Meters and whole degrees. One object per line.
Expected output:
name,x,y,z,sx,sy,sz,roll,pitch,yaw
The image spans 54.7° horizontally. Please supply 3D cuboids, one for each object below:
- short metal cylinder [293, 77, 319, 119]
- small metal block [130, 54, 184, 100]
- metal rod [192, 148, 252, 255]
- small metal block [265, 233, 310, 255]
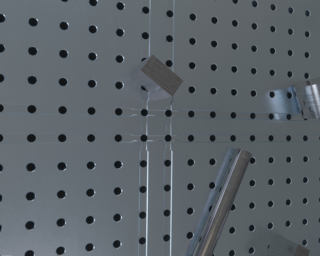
short metal cylinder,0.253,-0.051,0.476,0.081,0.080,0.050,-21,97,-19
small metal block,-0.005,-0.063,0.397,0.050,0.050,0.025,38,78,-16
metal rod,0.063,0.170,0.436,0.025,0.025,0.299,27,81,-18
small metal block,0.190,0.195,0.470,0.025,0.050,0.050,32,80,-17
